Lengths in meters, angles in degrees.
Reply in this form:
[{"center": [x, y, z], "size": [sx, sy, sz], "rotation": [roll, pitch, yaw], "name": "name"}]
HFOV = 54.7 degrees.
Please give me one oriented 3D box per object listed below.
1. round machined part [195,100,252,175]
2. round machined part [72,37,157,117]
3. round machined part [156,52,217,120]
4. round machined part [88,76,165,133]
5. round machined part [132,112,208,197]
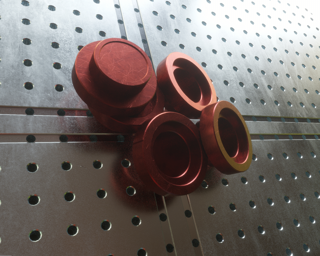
[{"center": [0.082, 0.015, 0.419], "size": [0.098, 0.042, 0.098], "rotation": [24, 56, -42], "name": "round machined part"}, {"center": [-0.048, -0.065, 0.358], "size": [0.099, 0.042, 0.098], "rotation": [14, 56, -21], "name": "round machined part"}, {"center": [0.032, -0.055, 0.438], "size": [0.098, 0.042, 0.098], "rotation": [27, 47, -32], "name": "round machined part"}, {"center": [-0.047, -0.036, 0.394], "size": [0.099, 0.042, 0.098], "rotation": [14, 56, -21], "name": "round machined part"}, {"center": [0.008, 0.033, 0.372], "size": [0.099, 0.042, 0.098], "rotation": [13, 68, -35], "name": "round machined part"}]
